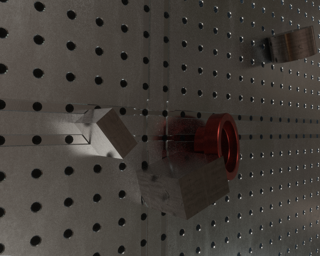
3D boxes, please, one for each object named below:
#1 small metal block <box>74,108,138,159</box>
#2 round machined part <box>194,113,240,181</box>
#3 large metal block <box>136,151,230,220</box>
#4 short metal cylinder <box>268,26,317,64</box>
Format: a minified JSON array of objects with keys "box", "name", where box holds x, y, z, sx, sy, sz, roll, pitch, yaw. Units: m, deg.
[{"box":[-0.060,0.006,0.344,0.025,0.050,0.050,-48,119,-30],"name":"small metal block"},{"box":[0.083,0.028,0.458,0.098,0.042,0.097,13,74,-58],"name":"round machined part"},{"box":[0.029,0.069,0.400,0.081,0.080,0.050,-20,103,-38],"name":"large metal block"},{"box":[0.250,-0.157,0.586,0.081,0.080,0.050,-27,107,-37],"name":"short metal cylinder"}]
